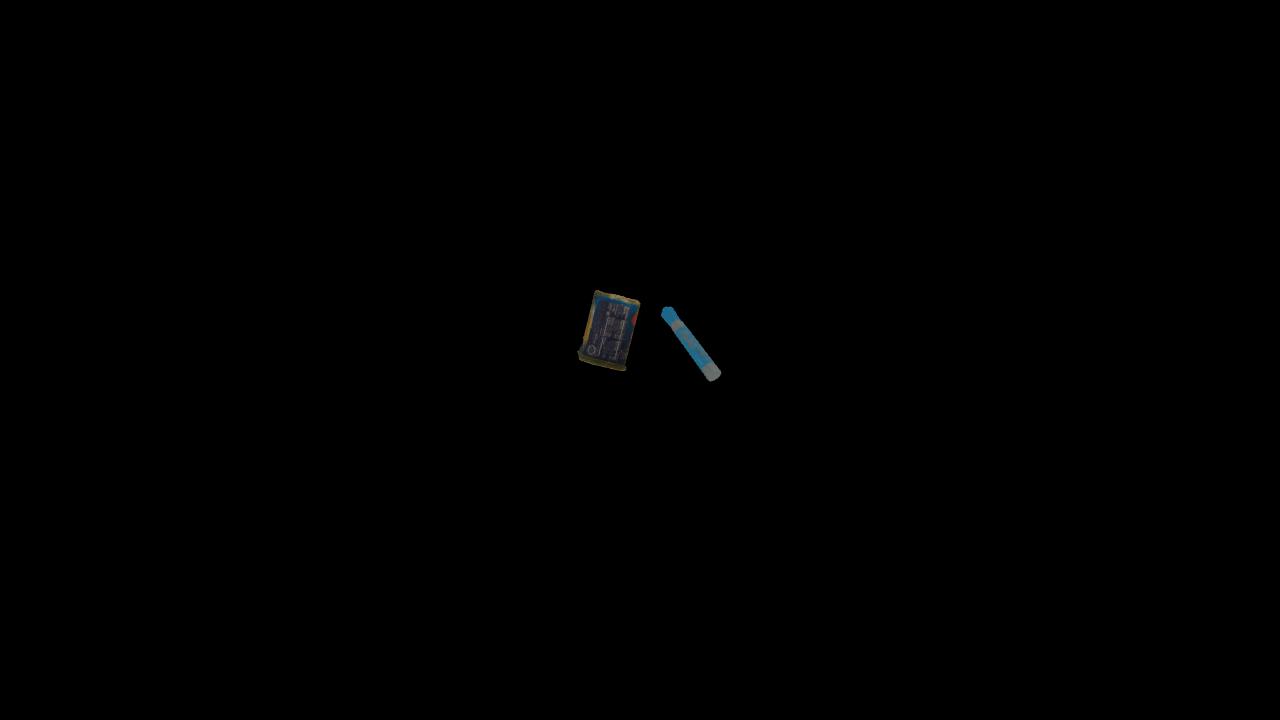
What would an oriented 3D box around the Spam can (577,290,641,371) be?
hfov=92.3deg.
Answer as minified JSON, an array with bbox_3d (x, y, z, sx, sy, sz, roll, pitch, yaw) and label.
[{"bbox_3d":[-0.038,-0.039,0.755,0.058,0.085,0.101,13,6,-10],"label":"Spam can"}]

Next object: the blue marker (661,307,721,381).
[{"bbox_3d":[0.061,-0.023,0.765,0.020,0.121,0.020,-24,-32,-16],"label":"blue marker"}]
